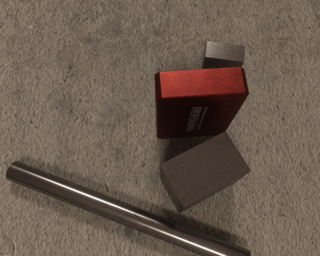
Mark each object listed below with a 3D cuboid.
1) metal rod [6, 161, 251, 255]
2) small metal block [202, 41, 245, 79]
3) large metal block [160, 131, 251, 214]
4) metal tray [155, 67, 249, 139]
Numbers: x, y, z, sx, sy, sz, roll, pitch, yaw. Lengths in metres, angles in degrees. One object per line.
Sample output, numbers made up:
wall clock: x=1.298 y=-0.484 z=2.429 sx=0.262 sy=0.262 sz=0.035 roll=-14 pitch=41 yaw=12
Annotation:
metal rod: x=-0.042 y=0.102 z=0.370 sx=0.301 sy=0.025 sz=0.025 roll=19 pitch=71 yaw=6
small metal block: x=0.086 y=-0.092 z=0.430 sx=0.050 sy=0.050 sz=0.025 roll=8 pitch=70 yaw=2
large metal block: x=0.047 y=0.055 z=0.360 sx=0.080 sy=0.080 sz=0.050 roll=-26 pitch=73 yaw=-9
metal tray: x=0.041 y=-0.023 z=0.361 sx=0.091 sy=0.130 sz=0.030 roll=-4 pitch=70 yaw=-2
